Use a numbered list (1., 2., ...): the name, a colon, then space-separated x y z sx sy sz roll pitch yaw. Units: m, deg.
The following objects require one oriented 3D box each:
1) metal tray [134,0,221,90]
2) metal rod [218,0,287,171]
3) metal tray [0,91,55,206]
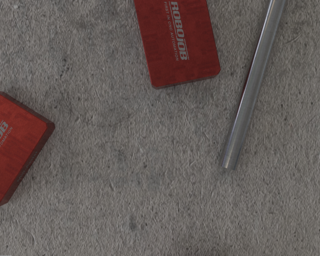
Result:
1. metal tray: 0.021 -0.123 0.408 0.091 0.030 0.129 -12 90 0
2. metal rod: 0.132 -0.090 0.411 0.025 0.025 0.298 17 90 0
3. metal tray: -0.213 0.027 0.406 0.090 0.030 0.130 32 90 0
